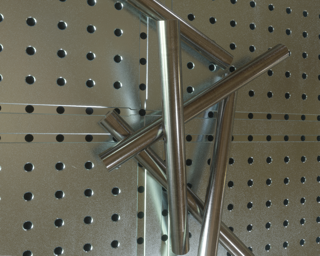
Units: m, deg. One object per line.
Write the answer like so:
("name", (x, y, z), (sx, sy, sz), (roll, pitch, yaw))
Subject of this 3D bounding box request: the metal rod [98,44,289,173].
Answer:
("metal rod", (0.056, -0.035, 0.406), (0.302, 0.025, 0.025), (-32, 101, -17))

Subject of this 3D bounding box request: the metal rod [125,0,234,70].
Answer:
("metal rod", (-0.025, -0.168, 0.403), (0.301, 0.025, 0.025), (30, 80, -18))

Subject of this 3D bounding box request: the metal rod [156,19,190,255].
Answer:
("metal rod", (0.018, 0.027, 0.374), (0.025, 0.025, 0.298), (-12, 112, -20))

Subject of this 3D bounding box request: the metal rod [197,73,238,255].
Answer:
("metal rod", (0.078, 0.069, 0.422), (0.025, 0.025, 0.299), (14, 77, -20))

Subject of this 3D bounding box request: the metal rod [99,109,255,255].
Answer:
("metal rod", (0.032, 0.091, 0.425), (0.025, 0.025, 0.300), (-47, 105, -14))
